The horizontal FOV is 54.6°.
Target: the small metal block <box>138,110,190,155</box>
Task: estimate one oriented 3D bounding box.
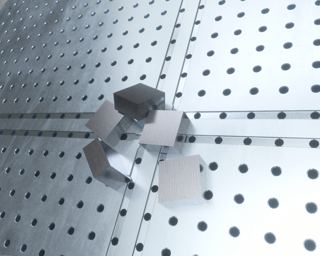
[{"bbox_3d":[0.006,0.005,0.403,0.050,0.025,0.050,4,63,30],"label":"small metal block"}]

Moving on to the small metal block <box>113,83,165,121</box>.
[{"bbox_3d":[-0.028,-0.038,0.431,0.050,0.025,0.050,26,40,37],"label":"small metal block"}]

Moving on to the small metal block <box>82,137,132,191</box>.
[{"bbox_3d":[-0.068,0.047,0.400,0.025,0.050,0.050,-36,51,4],"label":"small metal block"}]

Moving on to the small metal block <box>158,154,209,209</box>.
[{"bbox_3d":[0.026,0.062,0.357,0.050,0.025,0.050,-13,56,21],"label":"small metal block"}]

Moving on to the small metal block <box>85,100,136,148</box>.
[{"bbox_3d":[-0.073,-0.007,0.452,0.050,0.025,0.050,31,79,38],"label":"small metal block"}]
